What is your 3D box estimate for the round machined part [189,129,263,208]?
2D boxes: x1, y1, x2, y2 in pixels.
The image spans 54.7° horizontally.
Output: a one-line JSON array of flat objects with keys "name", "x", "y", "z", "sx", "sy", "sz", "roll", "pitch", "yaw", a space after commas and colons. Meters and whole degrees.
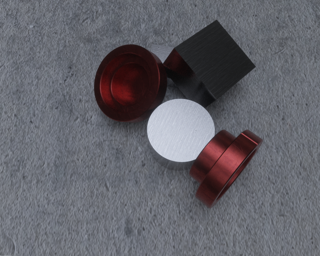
[{"name": "round machined part", "x": 0.071, "y": 0.040, "z": 0.356, "sx": 0.042, "sy": 0.098, "sz": 0.098, "roll": 38, "pitch": 74, "yaw": 20}]

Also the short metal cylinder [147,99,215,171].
[{"name": "short metal cylinder", "x": 0.025, "y": 0.010, "z": 0.392, "sx": 0.081, "sy": 0.050, "sz": 0.080, "roll": 0, "pitch": 70, "yaw": -1}]

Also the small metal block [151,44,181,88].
[{"name": "small metal block", "x": 0.010, "y": -0.088, "z": 0.440, "sx": 0.050, "sy": 0.025, "sz": 0.050, "roll": 10, "pitch": 70, "yaw": 3}]

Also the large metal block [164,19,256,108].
[{"name": "large metal block", "x": 0.063, "y": -0.081, "z": 0.408, "sx": 0.080, "sy": 0.050, "sz": 0.080, "roll": -39, "pitch": 89, "yaw": -25}]

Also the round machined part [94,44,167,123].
[{"name": "round machined part", "x": -0.034, "y": -0.055, "z": 0.404, "sx": 0.098, "sy": 0.042, "sz": 0.097, "roll": -2, "pitch": 85, "yaw": 27}]
